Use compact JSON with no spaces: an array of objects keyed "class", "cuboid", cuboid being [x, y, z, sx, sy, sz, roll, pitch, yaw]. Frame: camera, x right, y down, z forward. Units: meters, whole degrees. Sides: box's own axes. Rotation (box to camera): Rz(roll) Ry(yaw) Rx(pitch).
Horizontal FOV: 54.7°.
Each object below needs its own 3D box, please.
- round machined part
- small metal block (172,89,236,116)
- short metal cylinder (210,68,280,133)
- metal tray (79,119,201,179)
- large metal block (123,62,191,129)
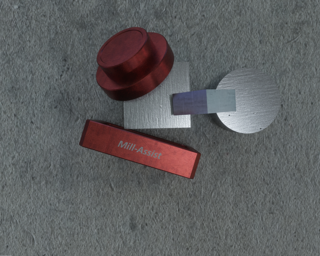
[{"class":"round machined part","cuboid":[-0.036,-0.083,0.374,0.098,0.098,0.042,-36,134,0]},{"class":"small metal block","cuboid":[0.051,-0.029,0.353,0.050,0.050,0.025,-6,94,-41]},{"class":"short metal cylinder","cuboid":[0.106,-0.033,0.400,0.081,0.050,0.080,0,90,0]},{"class":"metal tray","cuboid":[-0.022,0.023,0.378,0.131,0.090,0.030,17,90,0]},{"class":"large metal block","cuboid":[-0.004,-0.040,0.400,0.081,0.050,0.080,-1,90,0]}]
